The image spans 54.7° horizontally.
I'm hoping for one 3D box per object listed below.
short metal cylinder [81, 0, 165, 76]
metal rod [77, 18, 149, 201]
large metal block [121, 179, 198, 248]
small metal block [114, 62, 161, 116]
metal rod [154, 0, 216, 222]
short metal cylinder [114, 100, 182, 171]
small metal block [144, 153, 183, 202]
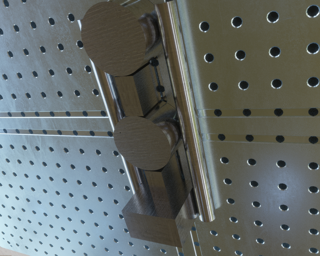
[{"bbox_3d":[-0.041,-0.105,0.351,0.080,0.050,0.079,13,124,21],"label":"short metal cylinder"},{"bbox_3d":[-0.055,-0.003,0.438,0.025,0.025,0.298,1,119,28],"label":"metal rod"},{"bbox_3d":[0.005,0.116,0.445,0.080,0.080,0.050,1,119,28],"label":"large metal block"},{"bbox_3d":[-0.025,-0.048,0.377,0.025,0.050,0.050,1,119,28],"label":"small metal block"},{"bbox_3d":[0.037,-0.002,0.389,0.025,0.025,0.298,1,119,28],"label":"metal rod"},{"bbox_3d":[-0.013,0.009,0.407,0.080,0.050,0.079,13,124,21],"label":"short metal cylinder"},{"bbox_3d":[0.006,0.066,0.431,0.025,0.050,0.050,0,119,28],"label":"small metal block"}]
